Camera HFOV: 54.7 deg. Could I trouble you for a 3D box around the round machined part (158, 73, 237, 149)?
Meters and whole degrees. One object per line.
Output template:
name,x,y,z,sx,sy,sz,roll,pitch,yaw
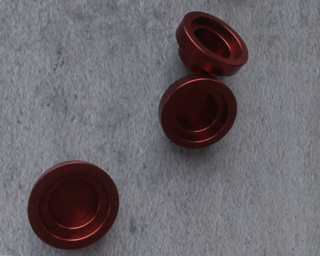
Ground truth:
round machined part,0.046,-0.025,0.404,0.099,0.042,0.097,-5,119,-9

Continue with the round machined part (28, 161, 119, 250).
round machined part,-0.101,0.087,0.363,0.099,0.042,0.097,0,90,-21

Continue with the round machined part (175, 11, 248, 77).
round machined part,0.063,-0.104,0.408,0.099,0.042,0.098,17,49,-20
